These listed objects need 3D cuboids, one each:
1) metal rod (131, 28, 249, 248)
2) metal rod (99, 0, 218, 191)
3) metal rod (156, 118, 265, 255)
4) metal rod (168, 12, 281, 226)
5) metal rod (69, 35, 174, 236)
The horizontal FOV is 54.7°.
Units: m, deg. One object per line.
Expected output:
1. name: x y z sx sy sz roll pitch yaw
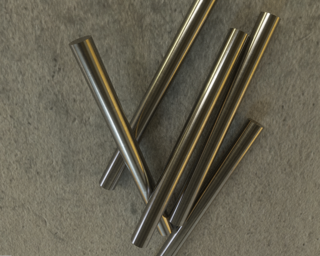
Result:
1. metal rod: 0.033 0.020 0.393 0.025 0.025 0.298 23 99 -9
2. metal rod: -0.005 -0.044 0.393 0.025 0.025 0.298 26 108 -10
3. metal rod: 0.056 0.117 0.453 0.025 0.025 0.298 27 108 -10
4. metal rod: 0.076 0.001 0.405 0.025 0.025 0.298 20 106 -8
5. metal rod: -0.037 0.031 0.393 0.025 0.025 0.299 -17 120 6
